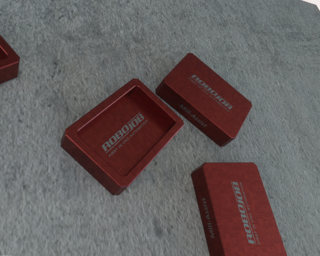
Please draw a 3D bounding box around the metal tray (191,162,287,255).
[{"bbox_3d":[0.097,0.109,0.389,0.091,0.030,0.130,3,60,-27],"label":"metal tray"}]

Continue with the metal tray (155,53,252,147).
[{"bbox_3d":[0.069,-0.045,0.467,0.130,0.030,0.090,40,51,-2],"label":"metal tray"}]

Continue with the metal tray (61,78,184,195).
[{"bbox_3d":[-0.040,0.005,0.376,0.090,0.030,0.131,43,51,1],"label":"metal tray"}]

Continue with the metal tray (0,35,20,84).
[{"bbox_3d":[-0.230,-0.071,0.320,0.090,0.030,0.131,48,51,5],"label":"metal tray"}]
